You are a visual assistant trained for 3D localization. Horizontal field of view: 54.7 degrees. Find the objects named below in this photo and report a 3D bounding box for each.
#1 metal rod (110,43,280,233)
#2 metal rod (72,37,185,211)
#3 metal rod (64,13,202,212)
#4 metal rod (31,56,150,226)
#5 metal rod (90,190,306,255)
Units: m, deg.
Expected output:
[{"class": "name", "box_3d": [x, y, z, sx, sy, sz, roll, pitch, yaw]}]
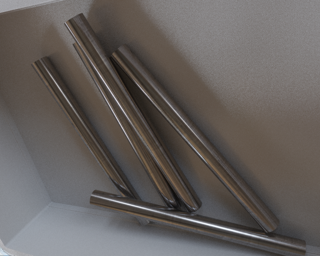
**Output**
[{"class": "metal rod", "box_3d": [0.048, 0.017, 0.392, 0.300, 0.025, 0.025, 48, 129, -7]}, {"class": "metal rod", "box_3d": [-0.032, 0.015, 0.433, 0.025, 0.025, 0.299, -16, 110, 34]}, {"class": "metal rod", "box_3d": [-0.025, -0.006, 0.405, 0.025, 0.025, 0.299, -19, 112, 35]}, {"class": "metal rod", "box_3d": [-0.097, 0.029, 0.475, 0.025, 0.025, 0.299, -20, 108, 35]}, {"class": "metal rod", "box_3d": [0.042, 0.132, 0.437, 0.301, 0.025, 0.025, 10, 123, 15]}]
